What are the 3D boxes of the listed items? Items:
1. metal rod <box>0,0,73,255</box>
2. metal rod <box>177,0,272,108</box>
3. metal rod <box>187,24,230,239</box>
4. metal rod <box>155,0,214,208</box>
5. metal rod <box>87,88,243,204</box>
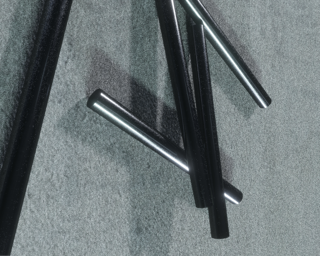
[{"bbox_3d":[-0.122,-0.029,0.302,0.025,0.025,0.299,18,79,-39],"label":"metal rod"},{"bbox_3d":[0.099,-0.131,0.489,0.300,0.025,0.025,42,65,-32],"label":"metal rod"},{"bbox_3d":[0.068,0.002,0.440,0.025,0.025,0.298,-2,84,-40],"label":"metal rod"},{"bbox_3d":[0.031,-0.043,0.411,0.025,0.025,0.298,-12,92,-40],"label":"metal rod"},{"bbox_3d":[0.026,0.041,0.429,0.301,0.025,0.025,37,68,-34],"label":"metal rod"}]
